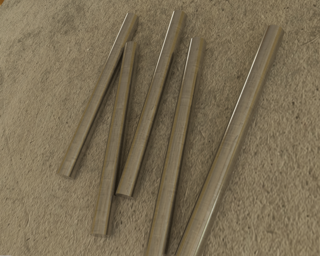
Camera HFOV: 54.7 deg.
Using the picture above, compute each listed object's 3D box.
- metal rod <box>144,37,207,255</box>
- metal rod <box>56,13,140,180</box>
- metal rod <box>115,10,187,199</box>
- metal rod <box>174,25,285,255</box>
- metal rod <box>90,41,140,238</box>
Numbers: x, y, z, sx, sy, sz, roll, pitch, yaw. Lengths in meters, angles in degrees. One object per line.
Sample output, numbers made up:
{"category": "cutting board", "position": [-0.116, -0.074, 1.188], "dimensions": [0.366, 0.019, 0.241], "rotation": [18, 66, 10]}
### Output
{"category": "metal rod", "position": [0.025, 0.008, 0.385], "dimensions": [0.025, 0.025, 0.300], "rotation": [-1, 61, 27]}
{"category": "metal rod", "position": [-0.090, -0.064, 0.490], "dimensions": [0.025, 0.025, 0.300], "rotation": [4, 63, 30]}
{"category": "metal rod", "position": [-0.005, -0.048, 0.436], "dimensions": [0.025, 0.025, 0.300], "rotation": [1, 62, 29]}
{"category": "metal rod", "position": [0.087, 0.004, 0.355], "dimensions": [0.025, 0.025, 0.300], "rotation": [13, 68, 33]}
{"category": "metal rod", "position": [-0.058, -0.004, 0.436], "dimensions": [0.025, 0.025, 0.299], "rotation": [-9, 58, 23]}
